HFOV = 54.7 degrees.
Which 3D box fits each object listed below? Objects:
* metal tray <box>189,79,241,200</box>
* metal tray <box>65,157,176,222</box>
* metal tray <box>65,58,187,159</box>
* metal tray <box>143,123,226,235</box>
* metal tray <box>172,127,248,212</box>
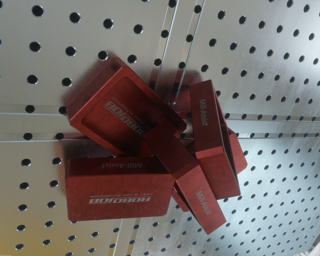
[{"bbox_3d":[0.068,0.012,0.390,0.030,0.130,0.090,-16,131,15],"label":"metal tray"},{"bbox_3d":[-0.051,0.079,0.399,0.131,0.030,0.089,0,130,-12],"label":"metal tray"},{"bbox_3d":[-0.037,-0.011,0.382,0.090,0.030,0.130,-46,130,3],"label":"metal tray"},{"bbox_3d":[0.032,0.065,0.388,0.030,0.090,0.130,-34,129,-7],"label":"metal tray"},{"bbox_3d":[0.068,0.064,0.486,0.130,0.030,0.090,-36,129,-5],"label":"metal tray"}]
